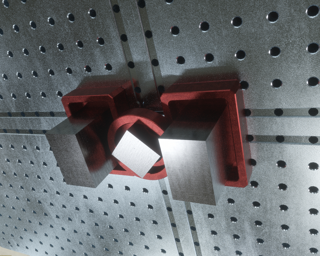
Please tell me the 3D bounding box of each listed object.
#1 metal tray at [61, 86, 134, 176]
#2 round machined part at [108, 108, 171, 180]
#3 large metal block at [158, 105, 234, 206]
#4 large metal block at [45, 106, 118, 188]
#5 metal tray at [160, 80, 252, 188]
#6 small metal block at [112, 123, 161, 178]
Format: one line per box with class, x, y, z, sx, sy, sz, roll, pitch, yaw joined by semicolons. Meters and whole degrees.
metal tray;-0.081;0.007;0.454;0.090;0.030;0.129;1;119;28
round machined part;-0.016;0.017;0.408;0.098;0.042;0.097;13;124;21
large metal block;0.046;0.027;0.351;0.050;0.080;0.080;2;119;28
large metal block;-0.097;0.023;0.424;0.050;0.080;0.080;1;119;28
metal tray;0.059;0.010;0.382;0.090;0.030;0.129;0;118;28
small metal block;-0.025;0.027;0.389;0.050;0.025;0.050;38;129;2
